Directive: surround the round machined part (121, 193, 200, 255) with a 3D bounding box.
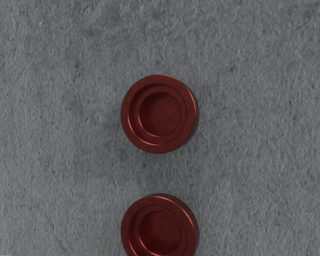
[{"bbox_3d":[0.003,0.132,0.398,0.098,0.042,0.097,0,90,19],"label":"round machined part"}]

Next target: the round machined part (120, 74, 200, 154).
[{"bbox_3d":[0.003,-0.017,0.398,0.098,0.042,0.097,0,90,19],"label":"round machined part"}]
